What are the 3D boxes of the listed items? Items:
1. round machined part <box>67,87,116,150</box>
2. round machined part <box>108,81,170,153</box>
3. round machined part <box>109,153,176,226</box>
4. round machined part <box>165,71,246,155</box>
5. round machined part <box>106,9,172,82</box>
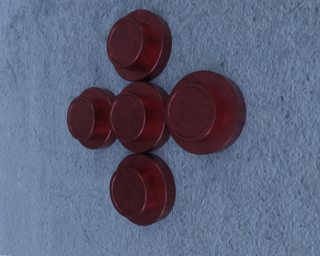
[{"bbox_3d":[-0.108,-0.015,0.481,0.098,0.042,0.097,0,90,39],"label":"round machined part"},{"bbox_3d":[-0.032,-0.015,0.420,0.098,0.042,0.097,0,90,39],"label":"round machined part"},{"bbox_3d":[-0.030,0.083,0.418,0.098,0.042,0.097,0,90,39],"label":"round machined part"},{"bbox_3d":[0.044,-0.018,0.357,0.098,0.042,0.097,0,90,39],"label":"round machined part"},{"bbox_3d":[-0.035,-0.112,0.422,0.098,0.042,0.097,0,90,39],"label":"round machined part"}]
